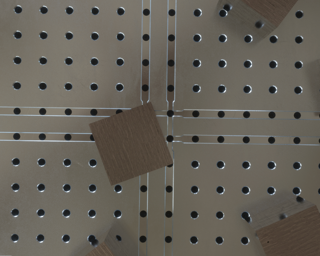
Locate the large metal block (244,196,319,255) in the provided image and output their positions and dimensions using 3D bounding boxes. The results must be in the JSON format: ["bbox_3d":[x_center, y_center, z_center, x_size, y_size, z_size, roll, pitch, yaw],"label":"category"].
[{"bbox_3d":[0.169,0.146,0.402,0.080,0.050,0.080,-23,90,0],"label":"large metal block"}]

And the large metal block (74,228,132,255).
[{"bbox_3d":[-0.075,0.193,0.401,0.080,0.050,0.080,-37,90,0],"label":"large metal block"}]

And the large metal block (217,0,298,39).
[{"bbox_3d":[0.135,-0.178,0.402,0.080,0.050,0.080,37,90,0],"label":"large metal block"}]

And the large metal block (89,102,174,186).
[{"bbox_3d":[-0.035,0.019,0.401,0.080,0.050,0.080,-20,90,0],"label":"large metal block"}]
